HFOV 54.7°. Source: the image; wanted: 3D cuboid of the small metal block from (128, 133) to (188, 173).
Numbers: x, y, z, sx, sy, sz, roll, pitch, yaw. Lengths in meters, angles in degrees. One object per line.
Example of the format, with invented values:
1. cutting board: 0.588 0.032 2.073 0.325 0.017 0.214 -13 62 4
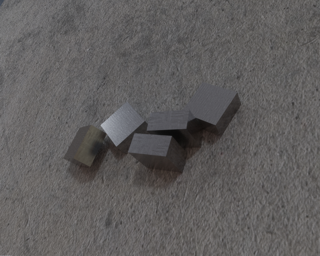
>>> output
1. small metal block: -0.001 0.030 0.370 0.050 0.050 0.025 3 64 30

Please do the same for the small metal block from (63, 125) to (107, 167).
1. small metal block: -0.105 0.025 0.430 0.050 0.025 0.050 -9 53 58

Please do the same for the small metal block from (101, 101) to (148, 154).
1. small metal block: -0.046 -0.001 0.429 0.050 0.025 0.050 -42 51 -1

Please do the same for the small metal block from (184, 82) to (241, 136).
1. small metal block: 0.064 -0.024 0.383 0.050 0.025 0.050 24 71 36

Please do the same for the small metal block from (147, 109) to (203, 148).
1. small metal block: 0.020 0.003 0.376 0.050 0.050 0.025 -3 61 27
